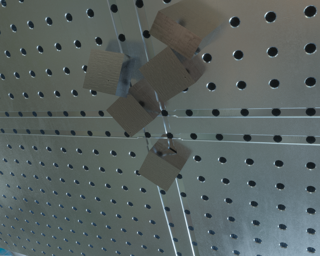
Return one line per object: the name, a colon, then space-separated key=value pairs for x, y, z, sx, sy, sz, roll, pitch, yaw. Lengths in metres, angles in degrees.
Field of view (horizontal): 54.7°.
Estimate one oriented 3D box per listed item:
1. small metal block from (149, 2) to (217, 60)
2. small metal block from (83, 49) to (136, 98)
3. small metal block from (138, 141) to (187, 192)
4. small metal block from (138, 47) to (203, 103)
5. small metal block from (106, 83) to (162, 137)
small metal block: x=0.025 y=-0.101 z=0.319 sx=0.050 sy=0.050 sz=0.025 roll=34 pitch=129 yaw=5
small metal block: x=-0.063 y=-0.068 z=0.384 sx=0.050 sy=0.025 sz=0.050 roll=15 pitch=94 yaw=26
small metal block: x=0.003 y=0.055 z=0.443 sx=0.050 sy=0.025 sz=0.050 roll=32 pitch=128 yaw=6
small metal block: x=0.012 y=-0.066 z=0.363 sx=0.050 sy=0.025 sz=0.050 roll=-30 pitch=102 yaw=37
small metal block: x=-0.035 y=-0.023 z=0.414 sx=0.050 sy=0.025 sz=0.050 roll=48 pitch=128 yaw=-6
